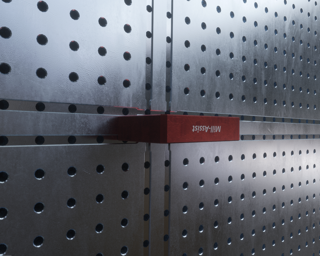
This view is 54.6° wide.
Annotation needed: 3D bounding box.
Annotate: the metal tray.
[{"bbox_3d":[0.025,0.001,0.386,0.131,0.090,0.030,0,90,-40],"label":"metal tray"}]
